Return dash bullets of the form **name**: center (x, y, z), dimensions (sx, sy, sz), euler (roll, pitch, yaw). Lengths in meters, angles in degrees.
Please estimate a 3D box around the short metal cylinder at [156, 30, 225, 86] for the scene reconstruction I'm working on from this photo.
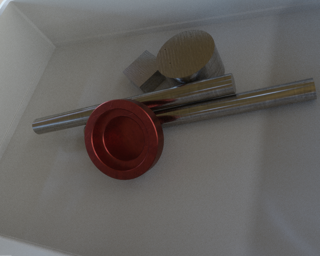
- **short metal cylinder**: center (0.042, -0.085, 0.419), dimensions (0.080, 0.050, 0.080), euler (-13, 56, 20)

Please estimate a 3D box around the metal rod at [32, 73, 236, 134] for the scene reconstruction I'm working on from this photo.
- **metal rod**: center (-0.050, -0.028, 0.421), dimensions (0.301, 0.025, 0.025), euler (-10, 57, 22)

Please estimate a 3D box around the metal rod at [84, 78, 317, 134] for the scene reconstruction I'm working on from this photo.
- **metal rod**: center (0.033, -0.018, 0.398), dimensions (0.301, 0.025, 0.025), euler (-11, 57, 22)

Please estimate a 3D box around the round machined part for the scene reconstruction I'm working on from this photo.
- **round machined part**: center (-0.041, 0.012, 0.388), dimensions (0.098, 0.042, 0.097), euler (3, 98, 20)

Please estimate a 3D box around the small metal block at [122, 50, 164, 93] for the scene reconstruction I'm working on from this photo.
- **small metal block**: center (-0.020, -0.083, 0.465), dimensions (0.050, 0.025, 0.050), euler (-44, 51, -2)
